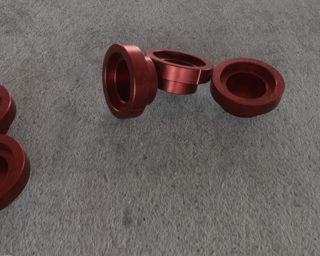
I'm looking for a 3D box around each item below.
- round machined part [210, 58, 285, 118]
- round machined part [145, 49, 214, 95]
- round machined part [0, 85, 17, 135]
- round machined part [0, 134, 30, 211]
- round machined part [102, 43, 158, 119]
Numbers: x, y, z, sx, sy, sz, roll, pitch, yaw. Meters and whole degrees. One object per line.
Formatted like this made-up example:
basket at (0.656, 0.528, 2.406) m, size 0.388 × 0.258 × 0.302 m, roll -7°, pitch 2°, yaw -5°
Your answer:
round machined part at (0.120, -0.053, 0.437) m, size 0.099 × 0.042 × 0.098 m, roll 0°, pitch 50°, yaw 0°
round machined part at (0.024, -0.079, 0.443) m, size 0.099 × 0.042 × 0.098 m, roll 10°, pitch 26°, yaw -4°
round machined part at (-0.237, -0.012, 0.401) m, size 0.099 × 0.042 × 0.098 m, roll 0°, pitch 50°, yaw 0°
round machined part at (-0.194, 0.056, 0.343) m, size 0.099 × 0.042 × 0.098 m, roll 0°, pitch 50°, yaw 0°
round machined part at (-0.038, -0.062, 0.412) m, size 0.042 × 0.097 × 0.098 m, roll -8°, pitch 48°, yaw -32°
